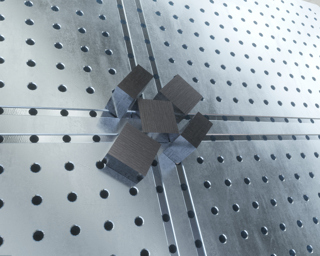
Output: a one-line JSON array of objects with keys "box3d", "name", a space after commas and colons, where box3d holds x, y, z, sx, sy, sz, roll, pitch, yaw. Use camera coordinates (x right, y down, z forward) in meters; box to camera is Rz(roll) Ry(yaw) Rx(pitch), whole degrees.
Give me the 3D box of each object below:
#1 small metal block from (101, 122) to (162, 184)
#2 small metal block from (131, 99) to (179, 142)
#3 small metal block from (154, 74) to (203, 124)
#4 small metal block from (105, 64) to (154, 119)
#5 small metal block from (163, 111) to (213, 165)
[{"box3d": [-0.033, 0.030, 0.371, 0.050, 0.025, 0.050, 33, 51, -7], "name": "small metal block"}, {"box3d": [-0.007, -0.009, 0.409, 0.050, 0.025, 0.050, 3, 59, -25], "name": "small metal block"}, {"box3d": [0.026, -0.042, 0.447, 0.050, 0.025, 0.050, 43, 51, 1], "name": "small metal block"}, {"box3d": [-0.040, -0.046, 0.398, 0.025, 0.050, 0.050, 38, 52, -4], "name": "small metal block"}, {"box3d": [0.036, 0.013, 0.402, 0.025, 0.050, 0.050, 41, 51, 0], "name": "small metal block"}]
